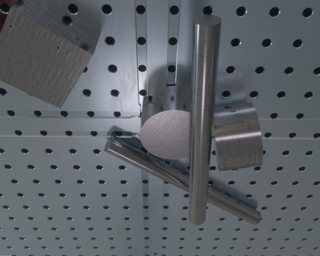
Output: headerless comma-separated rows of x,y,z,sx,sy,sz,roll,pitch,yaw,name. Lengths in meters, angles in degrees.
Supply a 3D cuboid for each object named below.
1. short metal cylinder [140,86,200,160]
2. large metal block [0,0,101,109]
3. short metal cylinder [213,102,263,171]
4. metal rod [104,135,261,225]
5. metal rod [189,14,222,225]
0.016,-0.006,0.390,0.081,0.050,0.079,0,130,0,short metal cylinder
-0.121,-0.079,0.326,0.080,0.050,0.080,27,125,-22,large metal block
0.093,0.011,0.385,0.050,0.080,0.080,-9,130,7,short metal cylinder
0.049,0.090,0.488,0.301,0.025,0.025,30,124,-23,metal rod
0.048,0.020,0.363,0.025,0.025,0.298,-2,131,2,metal rod
